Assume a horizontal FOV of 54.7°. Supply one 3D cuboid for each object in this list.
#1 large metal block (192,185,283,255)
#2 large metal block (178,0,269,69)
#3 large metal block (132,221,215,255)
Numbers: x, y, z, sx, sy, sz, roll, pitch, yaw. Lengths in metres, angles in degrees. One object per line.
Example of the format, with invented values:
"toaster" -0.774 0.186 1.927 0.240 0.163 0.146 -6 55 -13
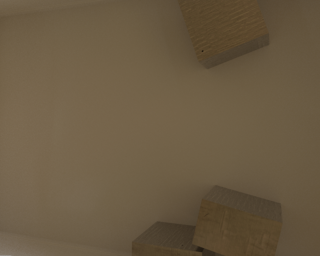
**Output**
"large metal block" 0.090 0.107 0.349 0.080 0.080 0.050 13 95 19
"large metal block" 0.077 -0.126 0.370 0.080 0.050 0.080 -20 84 19
"large metal block" 0.020 0.154 0.374 0.080 0.080 0.050 1 90 20
